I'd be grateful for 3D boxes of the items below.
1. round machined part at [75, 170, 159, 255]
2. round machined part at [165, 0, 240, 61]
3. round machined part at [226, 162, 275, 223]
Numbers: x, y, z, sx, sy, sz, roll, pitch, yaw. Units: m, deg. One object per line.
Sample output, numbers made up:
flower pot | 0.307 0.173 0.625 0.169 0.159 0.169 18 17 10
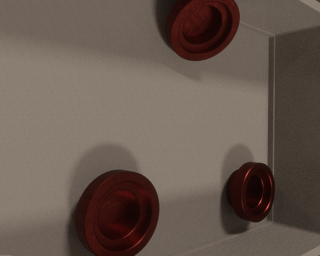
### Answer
round machined part | -0.052 0.096 0.354 0.099 0.042 0.097 0 90 -40
round machined part | 0.054 -0.143 0.420 0.099 0.098 0.042 19 34 -39
round machined part | 0.150 0.106 0.525 0.099 0.042 0.097 0 90 -40
